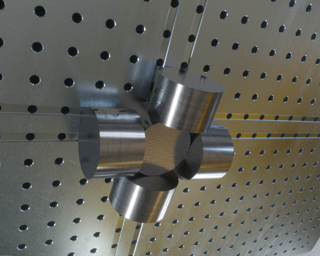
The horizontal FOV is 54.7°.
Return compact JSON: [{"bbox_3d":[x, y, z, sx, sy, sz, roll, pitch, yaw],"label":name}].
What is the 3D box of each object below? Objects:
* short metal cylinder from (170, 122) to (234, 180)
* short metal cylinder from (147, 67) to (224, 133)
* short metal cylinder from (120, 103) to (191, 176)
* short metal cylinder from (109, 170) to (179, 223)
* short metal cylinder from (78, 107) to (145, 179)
[{"bbox_3d":[0.054,0.031,0.424,0.050,0.080,0.079,4,117,-31],"label":"short metal cylinder"},{"bbox_3d":[0.030,-0.035,0.369,0.081,0.080,0.050,3,117,-30],"label":"short metal cylinder"},{"bbox_3d":[-0.008,0.014,0.400,0.081,0.050,0.079,-15,125,-22],"label":"short metal cylinder"},{"bbox_3d":[-0.022,0.079,0.411,0.081,0.080,0.050,6,115,-31],"label":"short metal cylinder"},{"bbox_3d":[-0.058,0.017,0.354,0.050,0.080,0.079,1,118,-30],"label":"short metal cylinder"}]
